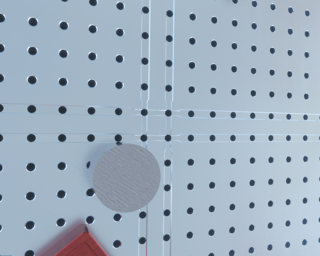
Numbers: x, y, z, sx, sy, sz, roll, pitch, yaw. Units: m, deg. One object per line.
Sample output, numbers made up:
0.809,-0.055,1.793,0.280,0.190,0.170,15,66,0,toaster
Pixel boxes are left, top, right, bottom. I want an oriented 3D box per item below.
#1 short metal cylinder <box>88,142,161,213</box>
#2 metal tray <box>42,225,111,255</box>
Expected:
-0.046,0.058,0.383,0.081,0.050,0.079,0,90,-20,short metal cylinder
-0.090,0.197,0.377,0.090,0.030,0.130,-38,102,-16,metal tray
